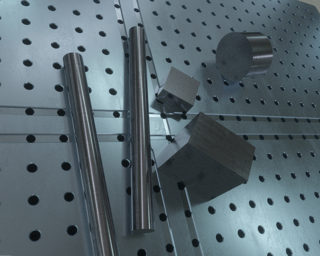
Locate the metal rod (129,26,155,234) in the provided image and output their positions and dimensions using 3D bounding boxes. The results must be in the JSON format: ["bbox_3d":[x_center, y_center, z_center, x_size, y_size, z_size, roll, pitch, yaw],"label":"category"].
[{"bbox_3d":[-0.027,-0.019,0.406,0.025,0.025,0.299,10,57,-23],"label":"metal rod"}]

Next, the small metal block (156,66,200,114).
[{"bbox_3d":[0.027,-0.056,0.459,0.050,0.025,0.050,28,52,-11],"label":"small metal block"}]

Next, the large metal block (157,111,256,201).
[{"bbox_3d":[0.055,0.038,0.381,0.080,0.080,0.050,33,51,-7],"label":"large metal block"}]

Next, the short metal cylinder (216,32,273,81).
[{"bbox_3d":[0.142,-0.122,0.527,0.050,0.080,0.080,-13,69,-34],"label":"short metal cylinder"}]

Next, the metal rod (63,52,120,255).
[{"bbox_3d":[-0.076,0.042,0.342,0.025,0.025,0.299,-1,62,-29],"label":"metal rod"}]
